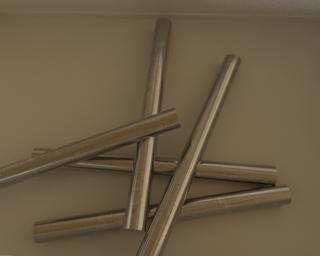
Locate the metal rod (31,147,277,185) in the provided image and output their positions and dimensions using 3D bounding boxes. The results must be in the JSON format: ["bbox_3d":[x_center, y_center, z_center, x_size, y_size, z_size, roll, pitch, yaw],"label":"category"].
[{"bbox_3d":[-0.008,0.048,0.390,0.302,0.025,0.025,4,70,1],"label":"metal rod"}]

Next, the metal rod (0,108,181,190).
[{"bbox_3d":[-0.122,0.036,0.367,0.302,0.025,0.025,-19,71,-2],"label":"metal rod"}]

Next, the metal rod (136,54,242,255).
[{"bbox_3d":[0.044,0.023,0.379,0.025,0.025,0.300,23,64,8],"label":"metal rod"}]

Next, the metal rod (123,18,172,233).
[{"bbox_3d":[-0.011,-0.023,0.398,0.025,0.025,0.299,6,64,2],"label":"metal rod"}]

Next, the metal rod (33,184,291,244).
[{"bbox_3d":[0.006,0.102,0.371,0.302,0.025,0.025,-8,70,-4],"label":"metal rod"}]
